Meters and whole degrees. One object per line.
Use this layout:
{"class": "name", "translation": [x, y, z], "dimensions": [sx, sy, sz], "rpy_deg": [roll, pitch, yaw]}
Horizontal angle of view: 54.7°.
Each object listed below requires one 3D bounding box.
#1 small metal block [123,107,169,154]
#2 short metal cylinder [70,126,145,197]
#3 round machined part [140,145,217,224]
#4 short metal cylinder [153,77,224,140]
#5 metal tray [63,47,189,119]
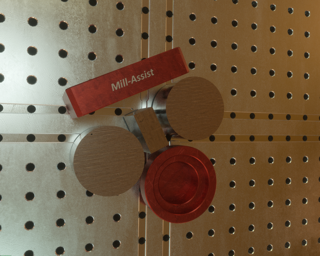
{"class": "small metal block", "translation": [-0.018, 0.002, 0.388], "dimensions": [0.025, 0.050, 0.050], "rpy_deg": [-27, 99, -18]}
{"class": "short metal cylinder", "translation": [-0.064, 0.037, 0.372], "dimensions": [0.081, 0.050, 0.079], "rpy_deg": [0, 90, -20]}
{"class": "round machined part", "translation": [0.021, 0.071, 0.407], "dimensions": [0.099, 0.042, 0.097], "rpy_deg": [0, 90, -20]}
{"class": "short metal cylinder", "translation": [0.036, -0.024, 0.409], "dimensions": [0.081, 0.050, 0.079], "rpy_deg": [0, 90, -20]}
{"class": "metal tray", "translation": [-0.043, -0.050, 0.358], "dimensions": [0.131, 0.090, 0.030], "rpy_deg": [-25, 99, -18]}
